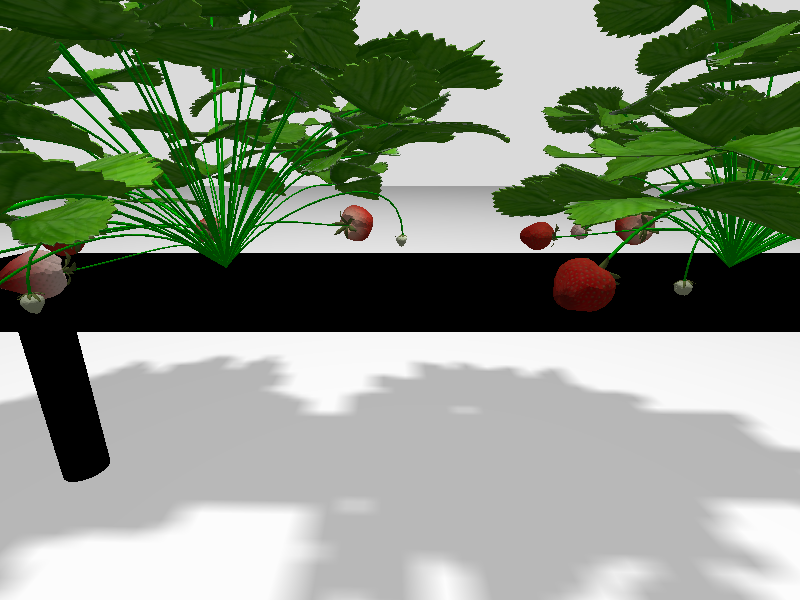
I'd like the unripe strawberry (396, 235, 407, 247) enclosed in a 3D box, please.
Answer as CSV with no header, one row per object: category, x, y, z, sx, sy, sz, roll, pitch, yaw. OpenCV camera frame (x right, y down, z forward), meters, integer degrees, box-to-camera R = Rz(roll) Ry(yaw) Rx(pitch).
unripe strawberry,0.002,-0.060,0.406,0.010,0.011,0.011,-6,19,-19

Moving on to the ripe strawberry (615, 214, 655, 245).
ripe strawberry,0.278,-0.089,0.480,0.042,0.045,0.045,-2,17,-7

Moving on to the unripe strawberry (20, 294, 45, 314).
unripe strawberry,-0.208,0.003,0.227,0.010,0.011,0.011,7,19,20

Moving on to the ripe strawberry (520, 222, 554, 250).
ripe strawberry,0.147,-0.069,0.432,0.034,0.029,0.034,9,20,28

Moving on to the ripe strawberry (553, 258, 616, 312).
ripe strawberry,0.106,-0.008,0.237,0.035,0.030,0.035,-31,30,-22

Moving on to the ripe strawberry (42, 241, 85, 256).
ripe strawberry,-0.341,-0.067,0.403,0.041,0.043,0.038,4,18,16

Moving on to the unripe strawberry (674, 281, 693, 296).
unripe strawberry,0.191,-0.008,0.270,0.010,0.010,0.011,-15,23,-39

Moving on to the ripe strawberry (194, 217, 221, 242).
ripe strawberry,-0.227,-0.084,0.478,0.035,0.030,0.035,-9,19,-27

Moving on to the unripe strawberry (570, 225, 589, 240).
unripe strawberry,0.225,-0.087,0.502,0.020,0.022,0.021,-8,1,-23

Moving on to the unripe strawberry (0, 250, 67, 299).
unripe strawberry,-0.243,-0.016,0.265,0.032,0.034,0.035,16,24,41

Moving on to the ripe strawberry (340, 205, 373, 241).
ripe strawberry,-0.050,-0.096,0.502,0.042,0.044,0.046,11,20,32
